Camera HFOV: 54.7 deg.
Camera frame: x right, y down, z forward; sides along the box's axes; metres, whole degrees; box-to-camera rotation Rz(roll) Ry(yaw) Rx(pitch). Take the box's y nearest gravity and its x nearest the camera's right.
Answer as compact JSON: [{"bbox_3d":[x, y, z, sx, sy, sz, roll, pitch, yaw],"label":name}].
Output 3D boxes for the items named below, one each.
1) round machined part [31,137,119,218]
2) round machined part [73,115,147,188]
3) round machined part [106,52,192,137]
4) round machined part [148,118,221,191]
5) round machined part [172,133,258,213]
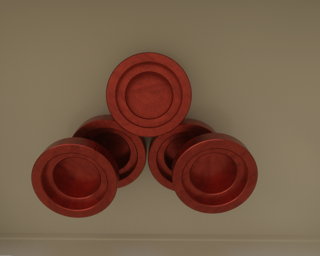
[{"bbox_3d":[-0.098,0.056,0.376,0.099,0.042,0.097,0,110,0],"label":"round machined part"},{"bbox_3d":[-0.067,0.028,0.410,0.099,0.042,0.097,0,110,0],"label":"round machined part"},{"bbox_3d":[-0.013,-0.039,0.376,0.099,0.042,0.097,0,92,-2],"label":"round machined part"},{"bbox_3d":[0.034,0.033,0.413,0.099,0.042,0.097,0,110,0],"label":"round machined part"},{"bbox_3d":[0.063,0.051,0.376,0.099,0.042,0.097,0,110,0],"label":"round machined part"}]
